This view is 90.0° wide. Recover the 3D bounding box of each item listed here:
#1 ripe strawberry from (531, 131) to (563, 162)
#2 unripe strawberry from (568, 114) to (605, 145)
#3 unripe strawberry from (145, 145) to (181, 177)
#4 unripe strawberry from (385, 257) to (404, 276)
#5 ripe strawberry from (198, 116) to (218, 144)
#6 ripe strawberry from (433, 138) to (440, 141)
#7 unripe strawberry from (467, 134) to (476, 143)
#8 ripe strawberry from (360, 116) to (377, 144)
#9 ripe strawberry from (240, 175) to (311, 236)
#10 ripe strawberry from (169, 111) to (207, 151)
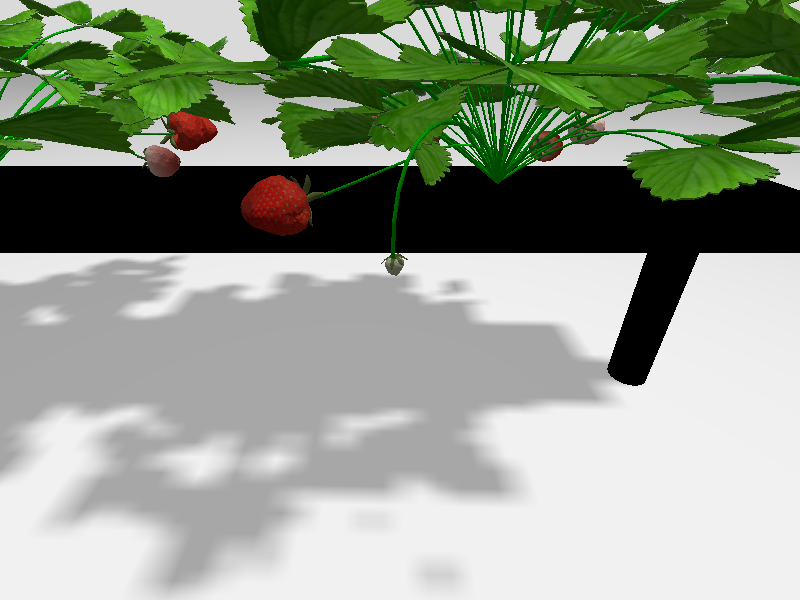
[{"bbox_3d":[0.152,-0.158,0.412,0.033,0.030,0.030,22,37,32],"label":"ripe strawberry"},{"bbox_3d":[0.229,-0.209,0.489,0.041,0.036,0.041,23,29,33],"label":"unripe strawberry"},{"bbox_3d":[-0.210,-0.123,0.355,0.026,0.027,0.024,-1,31,-7],"label":"unripe strawberry"},{"bbox_3d":[-0.003,-0.017,0.196,0.009,0.010,0.010,15,34,23],"label":"unripe strawberry"},{"bbox_3d":[-0.245,-0.211,0.497,0.037,0.033,0.034,18,25,28],"label":"ripe strawberry"},{"bbox_3d":[0.034,-0.202,0.479,0.031,0.035,0.033,-9,31,-15],"label":"ripe strawberry"},{"bbox_3d":[0.091,-0.207,0.513,0.011,0.012,0.012,1,31,2],"label":"unripe strawberry"},{"bbox_3d":[-0.043,-0.213,0.497,0.040,0.034,0.040,-20,36,-29],"label":"ripe strawberry"},{"bbox_3d":[-0.073,-0.053,0.232,0.035,0.035,0.039,-23,38,-32],"label":"ripe strawberry"},{"bbox_3d":[-0.242,-0.194,0.459,0.038,0.043,0.041,24,38,34],"label":"ripe strawberry"}]
